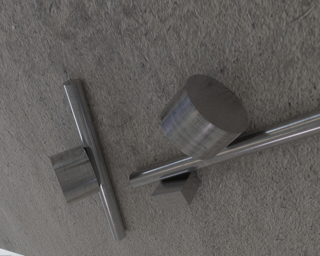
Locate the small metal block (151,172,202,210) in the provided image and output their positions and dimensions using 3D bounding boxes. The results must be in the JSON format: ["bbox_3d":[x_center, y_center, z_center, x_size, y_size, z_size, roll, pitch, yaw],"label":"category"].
[{"bbox_3d":[0.023,0.085,0.431,0.050,0.050,0.025,-18,109,35],"label":"small metal block"}]

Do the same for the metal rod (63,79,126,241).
[{"bbox_3d":[-0.099,0.066,0.499,0.025,0.025,0.298,4,120,26],"label":"metal rod"}]

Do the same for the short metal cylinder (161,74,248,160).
[{"bbox_3d":[0.048,-0.012,0.339,0.080,0.080,0.050,41,129,0],"label":"short metal cylinder"}]

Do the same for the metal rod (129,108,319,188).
[{"bbox_3d":[0.073,0.032,0.387,0.299,0.025,0.025,-23,106,36],"label":"metal rod"}]

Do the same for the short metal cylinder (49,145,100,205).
[{"bbox_3d":[-0.133,0.072,0.480,0.080,0.050,0.080,52,154,39],"label":"short metal cylinder"}]
